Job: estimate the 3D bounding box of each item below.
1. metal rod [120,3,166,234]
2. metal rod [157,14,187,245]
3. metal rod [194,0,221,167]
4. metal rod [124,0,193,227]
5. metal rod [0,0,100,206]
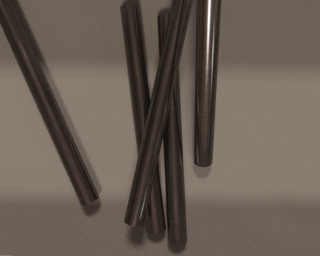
[{"bbox_3d":[-0.022,-0.012,0.411,0.025,0.025,0.298,-7,90,0],"label":"metal rod"},{"bbox_3d":[0.016,0.002,0.411,0.025,0.025,0.298,-3,90,-1],"label":"metal rod"},{"bbox_3d":[0.052,-0.086,0.344,0.025,0.025,0.298,-3,118,0],"label":"metal rod"},{"bbox_3d":[0.000,-0.028,0.385,0.025,0.025,0.298,12,90,-1],"label":"metal rod"},{"bbox_3d":[-0.153,-0.039,0.409,0.025,0.025,0.299,-24,90,0],"label":"metal rod"}]
